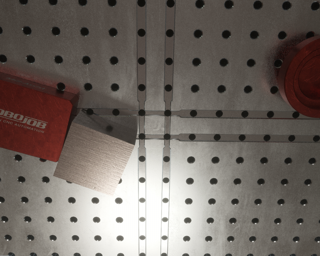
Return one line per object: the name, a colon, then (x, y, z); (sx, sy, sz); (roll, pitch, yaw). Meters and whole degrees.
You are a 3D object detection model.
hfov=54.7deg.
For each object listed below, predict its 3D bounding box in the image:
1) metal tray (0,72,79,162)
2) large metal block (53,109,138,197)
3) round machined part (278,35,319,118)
metal tray: (-0.182, -0.016, 0.402); (0.131, 0.030, 0.089); (16, 109, -7)
large metal block: (-0.084, 0.032, 0.411); (0.080, 0.050, 0.079); (22, 109, -8)
round machined part: (0.195, -0.065, 0.383); (0.099, 0.042, 0.097); (0, 110, -1)
